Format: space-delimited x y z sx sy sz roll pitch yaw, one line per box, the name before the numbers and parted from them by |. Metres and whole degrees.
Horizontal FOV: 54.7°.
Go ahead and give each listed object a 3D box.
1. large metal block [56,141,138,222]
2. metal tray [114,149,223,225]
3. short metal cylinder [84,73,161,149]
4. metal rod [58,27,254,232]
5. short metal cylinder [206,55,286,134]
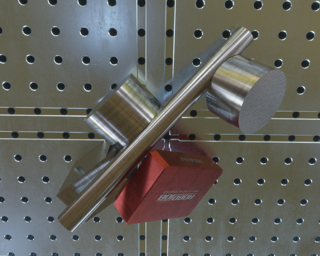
large metal block | -0.077 0.061 0.405 0.080 0.080 0.050 -38 106 12
metal tray | 0.016 0.076 0.396 0.131 0.030 0.090 13 117 -50
short metal cylinder | -0.045 -0.020 0.376 0.080 0.080 0.050 -41 105 13
metal rod | 0.001 -0.004 0.355 0.025 0.025 0.300 45 82 -15
short metal cylinder | 0.102 -0.040 0.366 0.081 0.050 0.079 -24 132 -29
